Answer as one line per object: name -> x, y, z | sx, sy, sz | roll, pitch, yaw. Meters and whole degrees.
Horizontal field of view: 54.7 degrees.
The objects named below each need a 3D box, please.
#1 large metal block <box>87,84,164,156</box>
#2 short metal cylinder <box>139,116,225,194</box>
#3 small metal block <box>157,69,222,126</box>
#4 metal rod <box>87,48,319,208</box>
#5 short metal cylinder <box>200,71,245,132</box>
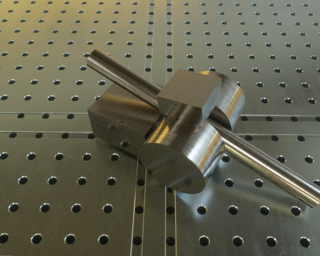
large metal block -> -0.032, -0.018, 0.398 | 0.080, 0.050, 0.080 | 23, 54, 18
short metal cylinder -> 0.024, 0.028, 0.344 | 0.080, 0.080, 0.050 | 24, 54, 18
small metal block -> 0.032, -0.034, 0.329 | 0.050, 0.025, 0.050 | 18, 52, 25
metal rod -> 0.046, -0.004, 0.355 | 0.301, 0.025, 0.025 | 33, 56, 6
short metal cylinder -> 0.059, -0.024, 0.389 | 0.080, 0.080, 0.050 | 22, 54, 17
